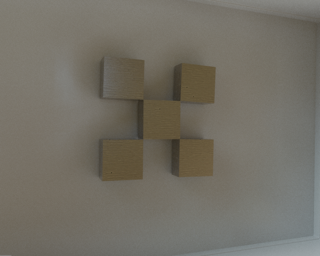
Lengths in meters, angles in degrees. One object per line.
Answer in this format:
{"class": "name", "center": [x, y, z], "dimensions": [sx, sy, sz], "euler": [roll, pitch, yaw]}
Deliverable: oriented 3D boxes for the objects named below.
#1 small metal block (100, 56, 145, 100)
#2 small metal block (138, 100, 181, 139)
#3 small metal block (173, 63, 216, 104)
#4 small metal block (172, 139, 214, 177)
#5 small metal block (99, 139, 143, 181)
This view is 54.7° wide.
{"class": "small metal block", "center": [-0.048, -0.061, 0.391], "dimensions": [0.050, 0.025, 0.050], "euler": [2, 90, -20]}
{"class": "small metal block", "center": [-0.001, -0.011, 0.407], "dimensions": [0.050, 0.025, 0.050], "euler": [0, 90, -20]}
{"class": "small metal block", "center": [0.047, -0.059, 0.425], "dimensions": [0.050, 0.025, 0.050], "euler": [3, 89, -20]}
{"class": "small metal block", "center": [0.045, 0.040, 0.424], "dimensions": [0.050, 0.025, 0.050], "euler": [1, 90, -20]}
{"class": "small metal block", "center": [-0.049, 0.039, 0.390], "dimensions": [0.050, 0.025, 0.050], "euler": [1, 90, -20]}
